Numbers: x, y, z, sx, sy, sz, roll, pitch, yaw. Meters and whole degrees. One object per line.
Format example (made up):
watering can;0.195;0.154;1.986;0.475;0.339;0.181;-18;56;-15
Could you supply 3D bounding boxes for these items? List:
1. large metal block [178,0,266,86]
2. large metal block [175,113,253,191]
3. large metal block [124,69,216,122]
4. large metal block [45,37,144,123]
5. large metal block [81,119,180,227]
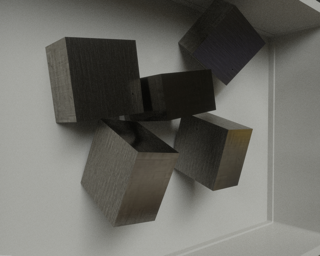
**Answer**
large metal block;0.088;-0.122;0.442;0.080;0.050;0.080;33;105;-36
large metal block;0.067;0.027;0.416;0.050;0.080;0.079;-1;109;-41
large metal block;0.009;-0.039;0.380;0.081;0.080;0.050;-14;99;-39
large metal block;-0.069;-0.051;0.334;0.081;0.050;0.079;-11;97;-40
large metal block;-0.035;0.043;0.327;0.050;0.080;0.079;6;110;-40
